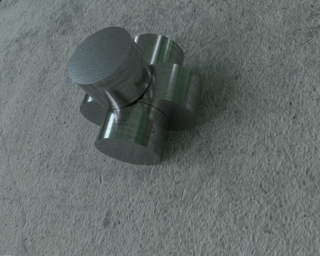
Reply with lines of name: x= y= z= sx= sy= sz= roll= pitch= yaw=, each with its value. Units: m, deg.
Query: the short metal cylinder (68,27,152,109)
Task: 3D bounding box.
short metal cylinder: x=-0.056 y=-0.069 z=0.356 sx=0.080 sy=0.050 sz=0.080 roll=-13 pitch=56 yaw=20

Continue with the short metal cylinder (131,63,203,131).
short metal cylinder: x=0.010 y=-0.036 z=0.386 sx=0.080 sy=0.080 sz=0.050 roll=0 pitch=62 yaw=28

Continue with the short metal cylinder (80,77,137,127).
short metal cylinder: x=-0.062 y=-0.036 z=0.423 sx=0.080 sy=0.080 sz=0.050 roll=-1 pitch=62 yaw=27

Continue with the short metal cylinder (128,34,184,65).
short metal cylinder: x=-0.010 y=-0.082 z=0.424 sx=0.080 sy=0.080 sz=0.050 roll=-2 pitch=61 yaw=27

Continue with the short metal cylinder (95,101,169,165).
short metal cylinder: x=-0.034 y=0.008 z=0.381 sx=0.080 sy=0.080 sz=0.050 roll=0 pitch=62 yaw=28
